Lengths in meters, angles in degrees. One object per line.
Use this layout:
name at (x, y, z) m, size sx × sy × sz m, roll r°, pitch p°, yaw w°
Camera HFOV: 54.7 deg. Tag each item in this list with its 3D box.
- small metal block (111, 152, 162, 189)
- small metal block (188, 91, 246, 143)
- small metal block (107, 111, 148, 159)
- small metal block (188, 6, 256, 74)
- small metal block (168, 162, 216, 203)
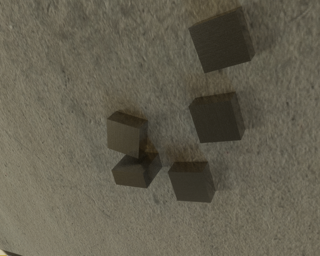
small metal block at (-0.032, 0.058, 0.442) m, size 0.050 × 0.050 × 0.025 m, roll 2°, pitch 119°, yaw 27°
small metal block at (0.068, -0.011, 0.363) m, size 0.050 × 0.025 × 0.050 m, roll -7°, pitch 115°, yaw 30°
small metal block at (-0.046, 0.009, 0.435) m, size 0.050 × 0.025 × 0.050 m, roll 17°, pitch 125°, yaw 18°
small metal block at (0.064, -0.089, 0.317) m, size 0.050 × 0.025 × 0.050 m, roll -11°, pitch 113°, yaw 32°
small metal block at (0.045, 0.074, 0.428) m, size 0.050 × 0.025 × 0.050 m, roll -4°, pitch 117°, yaw 29°
